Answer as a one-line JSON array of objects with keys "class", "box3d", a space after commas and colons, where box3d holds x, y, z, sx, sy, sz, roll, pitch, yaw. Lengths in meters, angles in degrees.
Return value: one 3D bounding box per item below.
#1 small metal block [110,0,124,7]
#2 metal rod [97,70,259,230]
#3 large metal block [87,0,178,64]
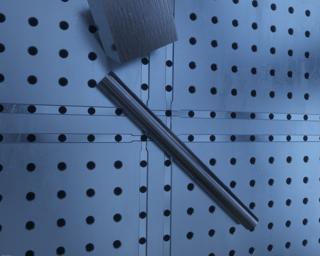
[{"class": "small metal block", "box3d": [-0.058, -0.193, 0.391, 0.050, 0.025, 0.050, 31, 80, -18]}, {"class": "metal rod", "box3d": [0.034, 0.039, 0.424, 0.300, 0.025, 0.025, 45, 76, -15]}, {"class": "large metal block", "box3d": [-0.032, -0.134, 0.371, 0.081, 0.050, 0.080, -28, 126, -18]}]
